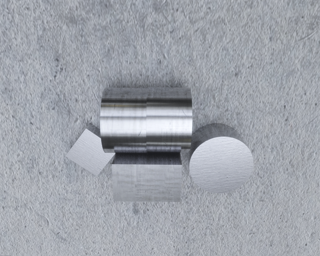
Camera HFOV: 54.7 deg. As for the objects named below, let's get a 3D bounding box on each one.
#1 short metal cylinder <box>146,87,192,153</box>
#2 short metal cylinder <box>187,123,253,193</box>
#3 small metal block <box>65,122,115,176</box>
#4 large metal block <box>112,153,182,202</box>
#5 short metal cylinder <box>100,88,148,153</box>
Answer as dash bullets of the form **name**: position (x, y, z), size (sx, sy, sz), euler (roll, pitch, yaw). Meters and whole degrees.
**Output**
- **short metal cylinder**: position (0.010, -0.010, 0.379), size (0.050, 0.080, 0.079), euler (1, 110, 0)
- **short metal cylinder**: position (0.077, 0.039, 0.412), size (0.081, 0.050, 0.079), euler (0, 110, 0)
- **small metal block**: position (-0.090, 0.029, 0.421), size (0.050, 0.025, 0.050), euler (36, 106, -13)
- **large metal block**: position (-0.015, 0.051, 0.401), size (0.081, 0.080, 0.050), euler (1, 110, -1)
- **short metal cylinder**: position (-0.040, -0.009, 0.378), size (0.050, 0.080, 0.079), euler (1, 110, 0)
